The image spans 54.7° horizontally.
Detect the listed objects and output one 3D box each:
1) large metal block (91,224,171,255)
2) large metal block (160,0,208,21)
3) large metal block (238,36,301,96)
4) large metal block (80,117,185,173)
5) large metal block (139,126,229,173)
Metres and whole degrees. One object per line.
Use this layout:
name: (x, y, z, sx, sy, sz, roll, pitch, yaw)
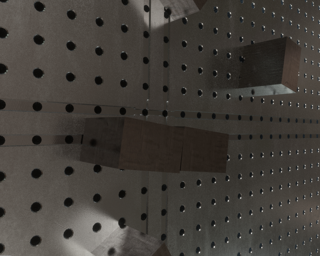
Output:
large metal block: (-0.022, 0.167, 0.357, 0.050, 0.080, 0.080, -38, 114, -34)
large metal block: (0.032, -0.210, 0.421, 0.080, 0.050, 0.080, 47, 62, -30)
large metal block: (0.189, -0.103, 0.535, 0.050, 0.080, 0.080, 16, 80, -39)
large metal block: (-0.032, 0.019, 0.348, 0.081, 0.080, 0.050, 11, 83, -40)
large metal block: (0.030, 0.028, 0.401, 0.081, 0.080, 0.050, 9, 84, -40)
